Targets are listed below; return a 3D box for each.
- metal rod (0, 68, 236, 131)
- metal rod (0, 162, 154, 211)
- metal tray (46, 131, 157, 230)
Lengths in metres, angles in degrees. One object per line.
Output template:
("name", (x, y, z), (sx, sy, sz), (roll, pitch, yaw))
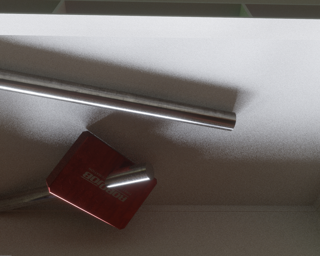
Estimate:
("metal rod", (-0.053, -0.034, 0.379), (0.302, 0.025, 0.025), (10, 129, -9))
("metal rod", (-0.149, 0.094, 0.464), (0.300, 0.025, 0.025), (-15, 129, 21))
("metal tray", (-0.079, 0.076, 0.438), (0.130, 0.030, 0.090), (39, 83, -29))
